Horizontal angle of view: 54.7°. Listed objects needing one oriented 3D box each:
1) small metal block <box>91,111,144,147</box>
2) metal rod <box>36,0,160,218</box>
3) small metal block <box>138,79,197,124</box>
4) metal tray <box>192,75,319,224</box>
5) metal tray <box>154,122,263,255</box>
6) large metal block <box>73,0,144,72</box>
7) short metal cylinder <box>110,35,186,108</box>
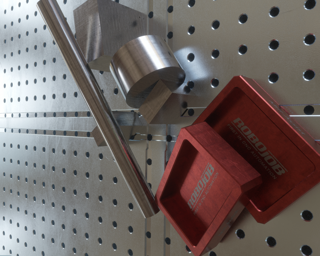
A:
[{"bbox_3d":[-0.061,0.001,0.444,0.050,0.050,0.025,-43,64,31],"label":"small metal block"},{"bbox_3d":[-0.076,-0.022,0.395,0.025,0.025,0.299,-23,95,38],"label":"metal rod"},{"bbox_3d":[0.009,-0.031,0.385,0.025,0.050,0.050,52,121,27],"label":"small metal block"},{"bbox_3d":[0.099,0.020,0.324,0.090,0.030,0.130,-51,60,27],"label":"metal tray"},{"bbox_3d":[0.044,0.069,0.340,0.090,0.030,0.129,48,138,32],"label":"metal tray"},{"bbox_3d":[-0.067,-0.124,0.429,0.050,0.081,0.080,-14,81,39],"label":"large metal block"},{"bbox_3d":[-0.015,-0.068,0.386,0.080,0.081,0.050,-42,65,32],"label":"short metal cylinder"}]
